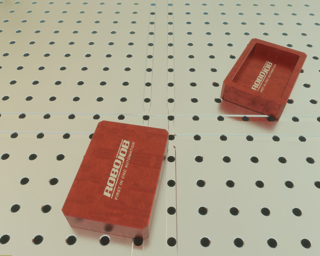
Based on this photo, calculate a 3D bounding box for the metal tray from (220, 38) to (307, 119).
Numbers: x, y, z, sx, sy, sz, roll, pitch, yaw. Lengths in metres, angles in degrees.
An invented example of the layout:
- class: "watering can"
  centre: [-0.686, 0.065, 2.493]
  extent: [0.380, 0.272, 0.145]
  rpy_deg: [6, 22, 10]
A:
- class: "metal tray"
  centre: [0.160, -0.081, 0.472]
  extent: [0.090, 0.030, 0.130]
  rpy_deg: [24, 54, 19]

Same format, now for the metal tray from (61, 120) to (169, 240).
- class: "metal tray"
  centre: [-0.045, 0.054, 0.359]
  extent: [0.090, 0.030, 0.130]
  rpy_deg: [8, 50, 7]
